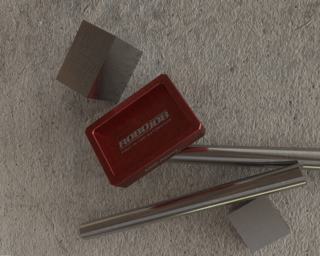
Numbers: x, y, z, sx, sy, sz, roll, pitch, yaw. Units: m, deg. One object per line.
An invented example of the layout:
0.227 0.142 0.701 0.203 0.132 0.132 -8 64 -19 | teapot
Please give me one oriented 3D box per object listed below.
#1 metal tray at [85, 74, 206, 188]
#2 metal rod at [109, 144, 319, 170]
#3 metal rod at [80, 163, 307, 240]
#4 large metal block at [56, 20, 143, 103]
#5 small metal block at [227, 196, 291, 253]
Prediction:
-0.021 0.004 0.392 0.130 0.030 0.090 -35 67 7 | metal tray
0.062 0.034 0.386 0.301 0.025 0.025 1 90 19 | metal rod
0.023 0.099 0.389 0.300 0.025 0.025 -21 83 22 | metal rod
-0.076 -0.083 0.405 0.050 0.080 0.080 31 100 17 | large metal block
0.117 0.110 0.368 0.050 0.025 0.050 -36 79 16 | small metal block
